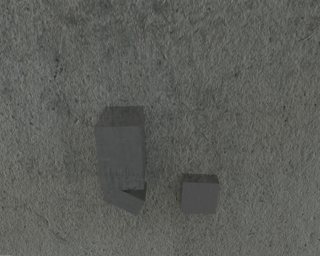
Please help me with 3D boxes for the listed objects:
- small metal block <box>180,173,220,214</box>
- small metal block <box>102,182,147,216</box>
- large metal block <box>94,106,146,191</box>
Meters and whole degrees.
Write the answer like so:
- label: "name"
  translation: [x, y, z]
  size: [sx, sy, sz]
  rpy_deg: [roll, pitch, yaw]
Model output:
- label: "small metal block"
  translation: [0.056, 0.094, 0.445]
  size: [0.050, 0.025, 0.050]
  rpy_deg: [3, 110, -2]
- label: "small metal block"
  translation: [-0.047, 0.087, 0.428]
  size: [0.050, 0.050, 0.025]
  rpy_deg: [27, 108, -10]
- label: "large metal block"
  translation: [-0.045, 0.022, 0.388]
  size: [0.050, 0.080, 0.079]
  rpy_deg: [-2, 110, 0]
